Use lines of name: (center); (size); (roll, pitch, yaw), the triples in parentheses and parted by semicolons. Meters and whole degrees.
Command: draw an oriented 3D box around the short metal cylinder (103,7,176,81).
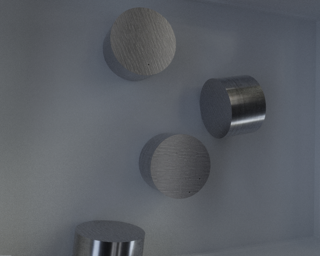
short metal cylinder: (-0.027, -0.102, 0.387); (0.081, 0.050, 0.080); (0, 90, -20)

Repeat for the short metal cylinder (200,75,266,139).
short metal cylinder: (0.095, -0.029, 0.416); (0.050, 0.080, 0.080); (-9, 93, -20)

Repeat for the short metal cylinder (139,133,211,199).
short metal cylinder: (0.018, 0.047, 0.404); (0.081, 0.050, 0.080); (0, 90, -20)

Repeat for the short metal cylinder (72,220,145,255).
short metal cylinder: (-0.060, 0.144, 0.359); (0.081, 0.080, 0.050); (7, 88, -20)
